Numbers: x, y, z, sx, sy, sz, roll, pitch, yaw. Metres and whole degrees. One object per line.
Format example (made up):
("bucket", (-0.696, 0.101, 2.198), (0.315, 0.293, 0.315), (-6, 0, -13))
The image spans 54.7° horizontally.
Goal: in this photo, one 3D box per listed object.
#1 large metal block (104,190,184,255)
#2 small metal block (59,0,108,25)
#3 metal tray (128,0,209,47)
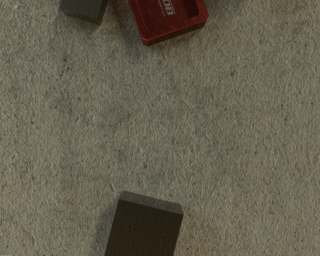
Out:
("large metal block", (-0.020, 0.133, 0.397), (0.080, 0.050, 0.080), (14, 90, 0))
("small metal block", (-0.098, -0.171, 0.409), (0.050, 0.025, 0.050), (17, 90, 0))
("metal tray", (0.000, -0.185, 0.407), (0.090, 0.030, 0.129), (-20, 90, 0))
